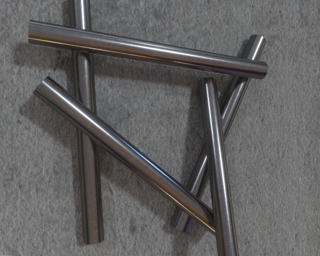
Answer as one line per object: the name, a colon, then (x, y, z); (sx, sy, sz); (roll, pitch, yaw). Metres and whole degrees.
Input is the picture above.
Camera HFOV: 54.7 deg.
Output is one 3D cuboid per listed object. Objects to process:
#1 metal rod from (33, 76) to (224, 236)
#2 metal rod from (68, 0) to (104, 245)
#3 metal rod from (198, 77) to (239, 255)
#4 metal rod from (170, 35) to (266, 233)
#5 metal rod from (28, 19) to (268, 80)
metal rod: (-0.019, 0.048, 0.375); (0.300, 0.025, 0.025); (41, 77, -16)
metal rod: (-0.089, -0.011, 0.376); (0.025, 0.025, 0.298); (-4, 91, -20)
metal rod: (0.077, 0.077, 0.396); (0.025, 0.025, 0.299); (2, 74, -20)
metal rod: (0.086, 0.002, 0.442); (0.025, 0.025, 0.299); (27, 81, -18)
metal rod: (0.002, -0.092, 0.382); (0.302, 0.025, 0.025); (4, 89, -21)
